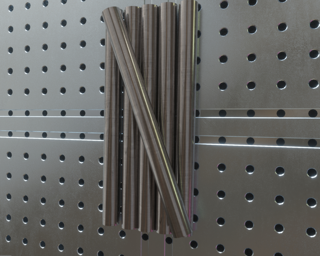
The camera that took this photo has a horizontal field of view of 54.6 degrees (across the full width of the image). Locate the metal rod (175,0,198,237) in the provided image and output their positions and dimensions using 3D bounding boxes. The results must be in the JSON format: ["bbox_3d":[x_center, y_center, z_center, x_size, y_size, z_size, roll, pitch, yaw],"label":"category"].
[{"bbox_3d":[0.034,-0.012,0.402,0.025,0.025,0.298,1,90,20],"label":"metal rod"}]

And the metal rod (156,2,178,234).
[{"bbox_3d":[0.009,-0.012,0.410,0.025,0.025,0.298,1,90,20],"label":"metal rod"}]

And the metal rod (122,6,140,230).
[{"bbox_3d":[-0.038,-0.013,0.426,0.025,0.025,0.298,1,90,20],"label":"metal rod"}]

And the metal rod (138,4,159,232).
[{"bbox_3d":[-0.016,-0.013,0.417,0.025,0.025,0.298,1,90,20],"label":"metal rod"}]

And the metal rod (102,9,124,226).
[{"bbox_3d":[-0.066,-0.015,0.435,0.025,0.025,0.298,1,90,20],"label":"metal rod"}]

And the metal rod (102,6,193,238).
[{"bbox_3d":[-0.018,-0.012,0.393,0.025,0.025,0.299,-20,83,19],"label":"metal rod"}]
